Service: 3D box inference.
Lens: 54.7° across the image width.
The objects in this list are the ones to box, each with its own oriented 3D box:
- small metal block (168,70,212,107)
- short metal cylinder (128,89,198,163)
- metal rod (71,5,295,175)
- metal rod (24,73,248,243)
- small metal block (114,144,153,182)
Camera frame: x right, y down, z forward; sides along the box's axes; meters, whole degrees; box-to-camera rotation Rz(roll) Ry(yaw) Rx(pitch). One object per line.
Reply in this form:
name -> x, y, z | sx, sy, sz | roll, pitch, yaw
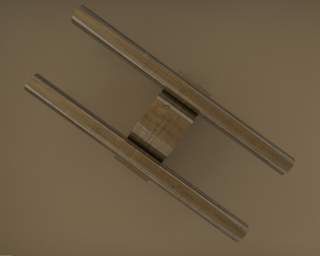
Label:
small metal block -> 0.035, -0.045, 0.397 | 0.050, 0.050, 0.025 | 37, 90, -1
short metal cylinder -> 0.003, -0.003, 0.382 | 0.050, 0.080, 0.080 | 37, 90, -1
metal rod -> 0.027, -0.043, 0.360 | 0.301, 0.025, 0.025 | 36, 90, -1
metal rod -> -0.027, 0.035, 0.361 | 0.301, 0.025, 0.025 | 36, 90, 0
small metal block -> -0.028, 0.040, 0.397 | 0.050, 0.050, 0.025 | 37, 90, -1
